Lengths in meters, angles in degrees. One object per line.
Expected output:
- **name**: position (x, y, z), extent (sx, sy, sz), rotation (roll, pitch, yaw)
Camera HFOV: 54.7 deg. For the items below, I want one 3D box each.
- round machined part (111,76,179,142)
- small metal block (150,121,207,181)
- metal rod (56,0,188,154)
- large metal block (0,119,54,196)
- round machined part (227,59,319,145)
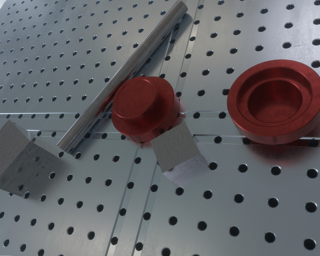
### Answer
- **round machined part**: position (-0.026, -0.033, 0.431), extent (0.098, 0.042, 0.098), rotation (-13, 56, 21)
- **small metal block**: position (0.022, 0.028, 0.380), extent (0.050, 0.025, 0.050), rotation (-30, 52, 9)
- **metal rod**: position (-0.055, -0.085, 0.488), extent (0.025, 0.025, 0.300), rotation (31, 78, 38)
- **large metal block**: position (-0.228, 0.045, 0.484), extent (0.080, 0.050, 0.080), rotation (31, 79, 38)
- **round machined part**: position (0.129, -0.025, 0.345), extent (0.098, 0.042, 0.098), rotation (-13, 56, 21)
